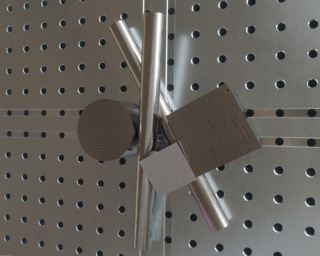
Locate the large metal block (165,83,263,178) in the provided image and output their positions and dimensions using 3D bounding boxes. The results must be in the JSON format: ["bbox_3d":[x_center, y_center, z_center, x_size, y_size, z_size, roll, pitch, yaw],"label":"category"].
[{"bbox_3d":[0.066,0.003,0.371,0.080,0.050,0.080,-29,81,17],"label":"large metal block"}]

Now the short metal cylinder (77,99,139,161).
[{"bbox_3d":[-0.062,0.002,0.417,0.080,0.050,0.079,0,90,19],"label":"short metal cylinder"}]

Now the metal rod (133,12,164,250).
[{"bbox_3d":[-0.016,0.011,0.393,0.025,0.025,0.298,7,100,20],"label":"metal rod"}]

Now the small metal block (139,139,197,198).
[{"bbox_3d":[0.010,0.047,0.371,0.050,0.025,0.050,-28,96,9],"label":"small metal block"}]

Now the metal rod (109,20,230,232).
[{"bbox_3d":[0.008,-0.009,0.406,0.025,0.025,0.299,-30,81,17],"label":"metal rod"}]
